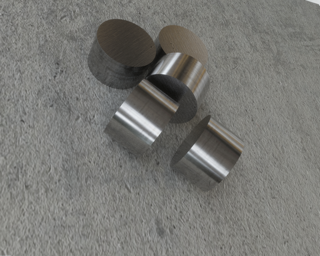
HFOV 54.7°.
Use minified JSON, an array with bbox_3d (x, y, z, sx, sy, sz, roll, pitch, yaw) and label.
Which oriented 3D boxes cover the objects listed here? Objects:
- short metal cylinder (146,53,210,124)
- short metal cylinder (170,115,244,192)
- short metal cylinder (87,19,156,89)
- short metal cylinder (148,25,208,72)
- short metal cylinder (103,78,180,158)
[{"bbox_3d":[0.020,-0.052,0.411,0.080,0.080,0.050,35,51,-5],"label":"short metal cylinder"},{"bbox_3d":[0.056,0.030,0.380,0.050,0.080,0.080,38,51,-3],"label":"short metal cylinder"},{"bbox_3d":[-0.052,-0.100,0.420,0.081,0.050,0.080,14,56,-21],"label":"short metal cylinder"},{"bbox_3d":[0.025,-0.107,0.466,0.081,0.050,0.080,14,56,-21],"label":"short metal cylinder"},{"bbox_3d":[-0.021,-0.011,0.364,0.050,0.080,0.080,37,51,-4],"label":"short metal cylinder"}]
